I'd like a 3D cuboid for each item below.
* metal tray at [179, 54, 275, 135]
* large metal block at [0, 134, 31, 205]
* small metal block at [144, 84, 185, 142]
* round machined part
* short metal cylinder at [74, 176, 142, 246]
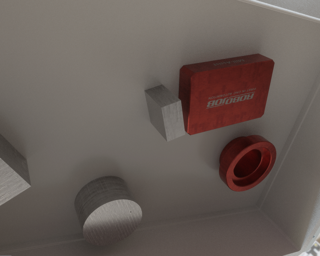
[{"bbox_3d":[0.090,-0.048,0.427,0.131,0.030,0.089,-13,124,-22],"label":"metal tray"},{"bbox_3d":[-0.194,0.043,0.314,0.080,0.050,0.080,-33,129,-7],"label":"large metal block"},{"bbox_3d":[0.006,-0.019,0.385,0.025,0.050,0.050,-22,127,-16],"label":"small metal block"},{"bbox_3d":[0.138,0.053,0.508,0.099,0.042,0.097,-14,125,-21],"label":"round machined part"},{"bbox_3d":[-0.071,0.113,0.425,0.081,0.050,0.079,-14,125,-21],"label":"short metal cylinder"}]
